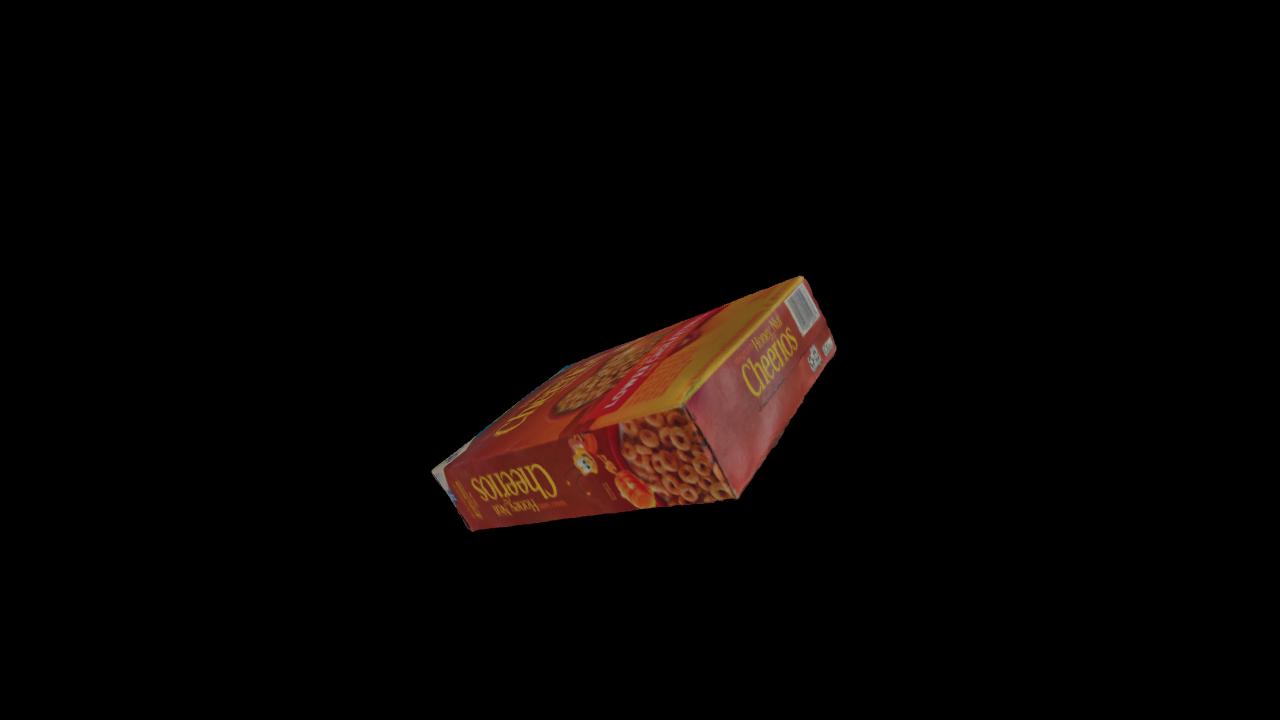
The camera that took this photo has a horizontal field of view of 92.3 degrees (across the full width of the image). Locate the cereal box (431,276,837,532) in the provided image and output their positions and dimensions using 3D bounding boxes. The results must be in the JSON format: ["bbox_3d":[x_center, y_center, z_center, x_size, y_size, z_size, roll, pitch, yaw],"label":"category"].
[{"bbox_3d":[-0.014,0.043,0.517,0.306,0.081,0.203,-18,15,42],"label":"cereal box"}]
